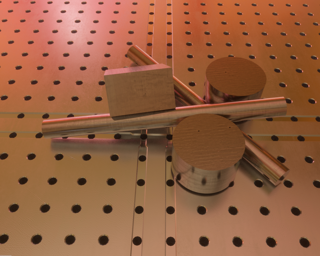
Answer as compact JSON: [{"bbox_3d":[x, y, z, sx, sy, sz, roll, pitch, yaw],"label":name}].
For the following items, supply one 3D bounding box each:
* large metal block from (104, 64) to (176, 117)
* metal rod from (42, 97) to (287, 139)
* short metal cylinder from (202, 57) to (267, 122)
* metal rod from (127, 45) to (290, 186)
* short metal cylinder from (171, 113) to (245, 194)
[{"bbox_3d":[-0.028,-0.053,0.407,0.081,0.050,0.080,-8,16,-6],"label":"large metal block"},{"bbox_3d":[0.003,-0.012,0.391,0.302,0.025,0.025,-5,50,3],"label":"metal rod"},{"bbox_3d":[0.102,-0.055,0.434,0.081,0.050,0.080,0,50,0],"label":"short metal cylinder"},{"bbox_3d":[0.049,-0.033,0.432,0.025,0.025,0.300,-31,57,-23],"label":"metal rod"},{"bbox_3d":[0.054,0.029,0.363,0.081,0.050,0.080,0,50,0],"label":"short metal cylinder"}]
